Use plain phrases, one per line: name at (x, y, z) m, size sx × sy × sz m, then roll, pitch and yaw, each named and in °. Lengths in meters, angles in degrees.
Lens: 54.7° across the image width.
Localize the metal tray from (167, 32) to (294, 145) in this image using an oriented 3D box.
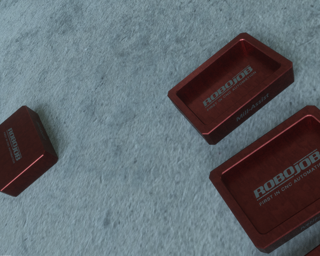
metal tray at (0.085, -0.052, 0.386) m, size 0.130 × 0.030 × 0.090 m, roll -39°, pitch 51°, yaw 1°

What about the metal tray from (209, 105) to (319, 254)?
metal tray at (0.126, 0.048, 0.304) m, size 0.130 × 0.030 × 0.090 m, roll -35°, pitch 51°, yaw 4°

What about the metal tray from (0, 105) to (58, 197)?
metal tray at (-0.225, 0.033, 0.496) m, size 0.090 × 0.030 × 0.130 m, roll -41°, pitch 51°, yaw 0°

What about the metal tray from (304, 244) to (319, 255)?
metal tray at (0.146, 0.140, 0.238) m, size 0.130 × 0.030 × 0.090 m, roll -38°, pitch 51°, yaw 2°
